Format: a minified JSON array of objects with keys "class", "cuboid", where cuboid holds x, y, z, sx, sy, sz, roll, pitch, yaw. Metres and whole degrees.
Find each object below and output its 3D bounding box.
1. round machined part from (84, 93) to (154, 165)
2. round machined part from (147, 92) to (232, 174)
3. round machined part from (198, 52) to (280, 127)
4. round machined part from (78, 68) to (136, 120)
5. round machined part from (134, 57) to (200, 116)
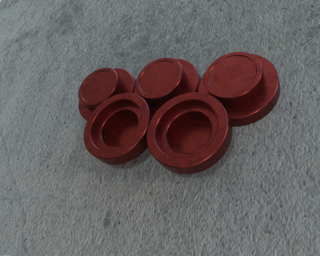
[{"class":"round machined part","cuboid":[-0.049,0.005,0.416,0.098,0.042,0.098,-13,56,20]},{"class":"round machined part","cuboid":[0.037,0.010,0.368,0.098,0.042,0.098,-13,56,20]},{"class":"round machined part","cuboid":[0.093,-0.054,0.378,0.098,0.042,0.098,-13,56,20]},{"class":"round machined part","cuboid":[-0.083,-0.052,0.468,0.098,0.042,0.098,-13,56,20]},{"class":"round machined part","cuboid":[0.006,-0.057,0.425,0.098,0.042,0.098,-13,56,20]}]
